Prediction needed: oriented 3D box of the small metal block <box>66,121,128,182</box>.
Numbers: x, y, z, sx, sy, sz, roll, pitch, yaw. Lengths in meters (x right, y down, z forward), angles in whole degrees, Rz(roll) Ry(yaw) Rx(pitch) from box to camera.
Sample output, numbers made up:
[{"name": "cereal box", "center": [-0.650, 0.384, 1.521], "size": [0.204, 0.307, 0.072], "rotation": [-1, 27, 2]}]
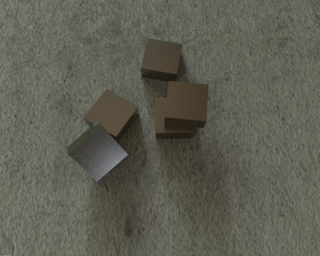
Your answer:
[{"name": "small metal block", "center": [-0.077, 0.028, 0.380], "size": [0.050, 0.025, 0.050], "rotation": [-42, 116, -6]}]

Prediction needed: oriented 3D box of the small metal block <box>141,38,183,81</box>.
[{"name": "small metal block", "center": [0.003, -0.096, 0.443], "size": [0.050, 0.025, 0.050], "rotation": [10, 70, 3]}]

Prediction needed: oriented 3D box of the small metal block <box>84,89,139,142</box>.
[{"name": "small metal block", "center": [-0.063, -0.016, 0.413], "size": [0.050, 0.025, 0.050], "rotation": [30, 71, 10]}]

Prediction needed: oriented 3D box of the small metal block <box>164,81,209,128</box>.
[{"name": "small metal block", "center": [0.033, -0.030, 0.393], "size": [0.050, 0.025, 0.050], "rotation": [6, 70, 1]}]

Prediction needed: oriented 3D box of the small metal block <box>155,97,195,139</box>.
[{"name": "small metal block", "center": [0.019, -0.013, 0.413], "size": [0.050, 0.025, 0.050], "rotation": [-1, 70, -1]}]
